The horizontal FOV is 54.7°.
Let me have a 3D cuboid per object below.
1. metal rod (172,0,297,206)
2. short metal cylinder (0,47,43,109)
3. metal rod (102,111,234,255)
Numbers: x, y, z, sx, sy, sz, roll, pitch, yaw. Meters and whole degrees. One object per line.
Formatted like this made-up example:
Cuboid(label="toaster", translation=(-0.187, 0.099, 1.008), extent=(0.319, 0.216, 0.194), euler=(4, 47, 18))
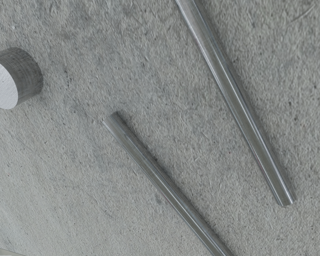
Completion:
Cuboid(label="metal rod", translation=(0.081, -0.038, 0.340), extent=(0.025, 0.025, 0.299), euler=(-20, 108, 35))
Cuboid(label="short metal cylinder", translation=(-0.225, -0.075, 0.463), extent=(0.080, 0.050, 0.079), euler=(13, 124, 21))
Cuboid(label="metal rod", translation=(0.020, 0.100, 0.458), extent=(0.025, 0.025, 0.300), euler=(-32, 101, 38))
